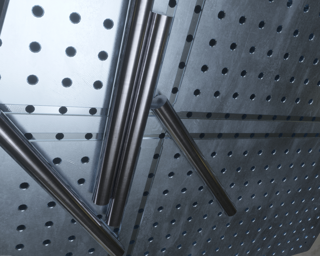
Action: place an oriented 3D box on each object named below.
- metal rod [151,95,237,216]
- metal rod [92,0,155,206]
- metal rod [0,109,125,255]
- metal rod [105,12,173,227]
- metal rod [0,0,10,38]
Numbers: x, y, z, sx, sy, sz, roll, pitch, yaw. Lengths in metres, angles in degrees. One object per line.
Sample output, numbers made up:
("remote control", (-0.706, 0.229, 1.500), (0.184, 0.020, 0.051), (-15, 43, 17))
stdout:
("metal rod", (0.065, 0.061, 0.486), (0.025, 0.025, 0.300), (-38, 130, -3))
("metal rod", (-0.046, -0.032, 0.367), (0.025, 0.025, 0.298), (1, 118, -29))
("metal rod", (-0.119, 0.094, 0.404), (0.025, 0.025, 0.299), (-32, 129, -8))
("metal rod", (-0.033, 0.007, 0.398), (0.025, 0.025, 0.298), (1, 118, -29))
("metal rod", (-0.195, -0.001, 0.303), (0.025, 0.025, 0.298), (13, 112, -34))
